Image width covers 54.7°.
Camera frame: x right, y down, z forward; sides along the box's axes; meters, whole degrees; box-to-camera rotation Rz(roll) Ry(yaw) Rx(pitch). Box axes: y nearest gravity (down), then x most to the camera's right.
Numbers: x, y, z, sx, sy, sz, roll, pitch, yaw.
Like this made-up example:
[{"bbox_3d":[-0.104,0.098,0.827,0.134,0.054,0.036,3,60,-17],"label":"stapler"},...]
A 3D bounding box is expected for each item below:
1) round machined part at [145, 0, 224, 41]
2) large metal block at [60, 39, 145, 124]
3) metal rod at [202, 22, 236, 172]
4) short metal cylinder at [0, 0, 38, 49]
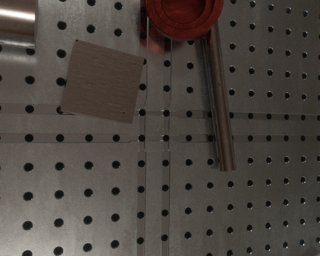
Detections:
[{"bbox_3d":[0.030,-0.163,0.404,0.099,0.042,0.097,0,95,0],"label":"round machined part"},{"bbox_3d":[-0.071,-0.051,0.374,0.081,0.050,0.080,11,86,-20],"label":"large metal block"},{"bbox_3d":[0.078,-0.087,0.442,0.025,0.025,0.298,-9,93,-20],"label":"metal rod"},{"bbox_3d":[-0.157,-0.127,0.325,0.050,0.080,0.079,3,89,-20],"label":"short metal cylinder"}]
